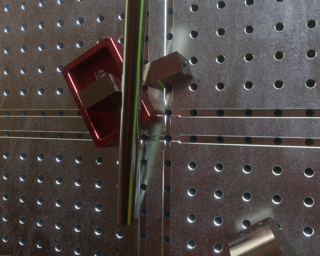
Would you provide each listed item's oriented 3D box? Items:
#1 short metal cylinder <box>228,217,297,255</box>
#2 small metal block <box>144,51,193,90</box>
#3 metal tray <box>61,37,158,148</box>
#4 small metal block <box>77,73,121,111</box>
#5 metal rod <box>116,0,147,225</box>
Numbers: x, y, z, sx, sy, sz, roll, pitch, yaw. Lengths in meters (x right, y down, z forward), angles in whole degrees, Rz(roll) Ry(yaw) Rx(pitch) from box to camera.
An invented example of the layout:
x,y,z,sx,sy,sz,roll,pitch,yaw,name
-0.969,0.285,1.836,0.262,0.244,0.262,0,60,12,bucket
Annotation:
x,y,z,sx,sy,sz,roll,pitch,yaw,name
0.119,0.146,0.341,0.050,0.080,0.080,-34,79,17,short metal cylinder
0.009,-0.071,0.395,0.050,0.050,0.025,-19,84,19,small metal block
-0.072,-0.048,0.434,0.090,0.030,0.130,-29,81,17,metal tray
-0.071,-0.045,0.409,0.050,0.050,0.025,-28,81,17,small metal block
-0.037,-0.014,0.387,0.025,0.025,0.298,11,108,19,metal rod
